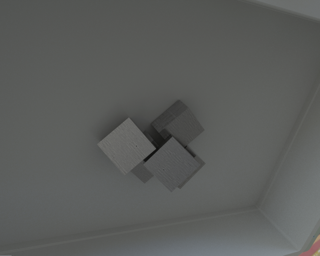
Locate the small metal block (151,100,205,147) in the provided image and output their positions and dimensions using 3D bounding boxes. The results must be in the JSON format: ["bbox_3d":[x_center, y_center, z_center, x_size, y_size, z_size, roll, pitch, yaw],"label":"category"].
[{"bbox_3d":[0.025,-0.001,0.421,0.050,0.025,0.050,-41,130,-1],"label":"small metal block"}]

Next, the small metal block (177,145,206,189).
[{"bbox_3d":[0.028,0.048,0.437,0.050,0.050,0.025,-46,130,4],"label":"small metal block"}]

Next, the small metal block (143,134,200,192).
[{"bbox_3d":[0.014,0.044,0.395,0.050,0.025,0.050,-44,96,2],"label":"small metal block"}]

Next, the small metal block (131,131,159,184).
[{"bbox_3d":[-0.020,0.040,0.422,0.050,0.025,0.050,-41,130,-1],"label":"small metal block"}]

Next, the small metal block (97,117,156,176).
[{"bbox_3d":[-0.040,0.022,0.384,0.050,0.025,0.050,-41,91,-1],"label":"small metal block"}]
